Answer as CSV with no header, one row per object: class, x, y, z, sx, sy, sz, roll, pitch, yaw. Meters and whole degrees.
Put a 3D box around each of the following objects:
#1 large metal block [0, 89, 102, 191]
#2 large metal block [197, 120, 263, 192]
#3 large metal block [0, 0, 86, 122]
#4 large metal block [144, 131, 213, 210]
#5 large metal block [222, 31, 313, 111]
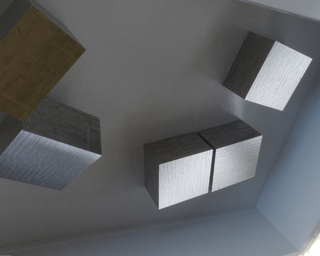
large metal block,-0.118,0.017,0.321,0.080,0.050,0.080,24,129,-37
large metal block,0.103,0.041,0.477,0.081,0.050,0.079,-14,125,-21
large metal block,-0.119,-0.065,0.269,0.080,0.080,0.050,-48,129,5
large metal block,0.025,0.059,0.445,0.081,0.050,0.079,-13,124,-21
large metal block,0.147,-0.077,0.428,0.081,0.050,0.079,11,113,-33
